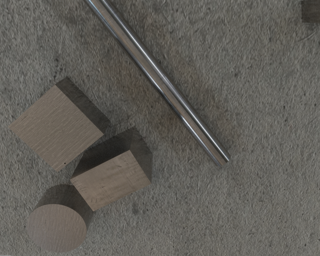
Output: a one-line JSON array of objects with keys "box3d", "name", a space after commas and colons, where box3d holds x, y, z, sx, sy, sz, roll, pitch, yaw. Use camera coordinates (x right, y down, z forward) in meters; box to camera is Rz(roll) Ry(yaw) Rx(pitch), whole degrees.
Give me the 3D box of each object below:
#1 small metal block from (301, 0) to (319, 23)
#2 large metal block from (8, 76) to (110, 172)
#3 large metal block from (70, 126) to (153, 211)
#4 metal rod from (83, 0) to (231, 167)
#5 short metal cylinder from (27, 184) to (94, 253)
[{"box3d": [0.195, -0.136, 0.348, 0.050, 0.050, 0.025, -11, 110, 4], "name": "small metal block"}, {"box3d": [-0.124, -0.005, 0.393, 0.080, 0.050, 0.080, -38, 106, 13], "name": "large metal block"}, {"box3d": [-0.057, 0.049, 0.398, 0.080, 0.080, 0.050, -27, 108, 9], "name": "large metal block"}, {"box3d": [-0.006, -0.066, 0.385, 0.025, 0.025, 0.300, -36, 107, 12], "name": "metal rod"}, {"box3d": [-0.140, 0.128, 0.442, 0.081, 0.050, 0.079, 0, 110, 0], "name": "short metal cylinder"}]
